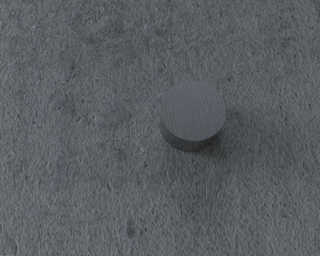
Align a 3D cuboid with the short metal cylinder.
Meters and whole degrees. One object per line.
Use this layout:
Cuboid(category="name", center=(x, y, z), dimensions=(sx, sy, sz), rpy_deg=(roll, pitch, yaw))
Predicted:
Cuboid(category="short metal cylinder", center=(0.040, -0.014, 0.400), dimensions=(0.080, 0.050, 0.080), rpy_deg=(0, 70, 0))
